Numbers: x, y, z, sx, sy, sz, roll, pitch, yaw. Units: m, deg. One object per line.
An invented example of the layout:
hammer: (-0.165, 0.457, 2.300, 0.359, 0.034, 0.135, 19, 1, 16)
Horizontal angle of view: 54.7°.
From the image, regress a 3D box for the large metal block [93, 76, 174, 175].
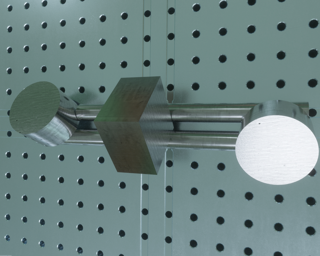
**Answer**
large metal block: (-0.025, -0.004, 0.360, 0.050, 0.080, 0.080, 1, 132, 20)

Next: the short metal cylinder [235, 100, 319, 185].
short metal cylinder: (0.127, 0.015, 0.340, 0.080, 0.050, 0.079, 8, 115, 17)

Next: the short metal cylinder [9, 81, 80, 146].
short metal cylinder: (-0.163, -0.019, 0.441, 0.080, 0.050, 0.080, -7, 65, 16)

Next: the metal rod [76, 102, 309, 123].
metal rod: (0.026, -0.020, 0.402, 0.301, 0.025, 0.025, 1, 90, 19)

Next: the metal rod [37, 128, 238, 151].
metal rod: (-0.044, 0.014, 0.427, 0.301, 0.025, 0.025, 1, 90, 19)
